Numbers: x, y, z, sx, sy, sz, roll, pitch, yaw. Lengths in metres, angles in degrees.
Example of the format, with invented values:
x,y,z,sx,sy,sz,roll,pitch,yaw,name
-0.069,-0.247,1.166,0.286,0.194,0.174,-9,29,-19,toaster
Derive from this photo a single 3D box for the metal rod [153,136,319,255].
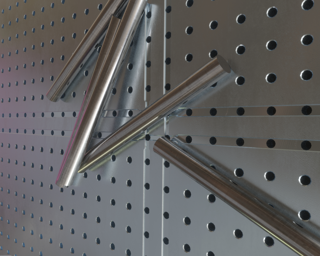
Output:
x,y,z,sx,sy,sz,roll,pitch,yaw,name
0.104,0.089,0.322,0.300,0.025,0.025,33,110,35,metal rod

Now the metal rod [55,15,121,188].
x,y,z,sx,sy,sz,roll,pitch,yaw,name
-0.115,-0.031,0.501,0.025,0.025,0.298,36,112,33,metal rod

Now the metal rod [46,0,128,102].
x,y,z,sx,sy,sz,roll,pitch,yaw,name
-0.104,-0.146,0.492,0.299,0.025,0.025,-44,64,30,metal rod

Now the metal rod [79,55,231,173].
x,y,z,sx,sy,sz,roll,pitch,yaw,name
-0.031,-0.004,0.432,0.299,0.025,0.025,-33,70,34,metal rod

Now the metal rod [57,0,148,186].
x,y,z,sx,sy,sz,roll,pitch,yaw,name
-0.089,-0.048,0.461,0.025,0.025,0.298,33,104,35,metal rod
